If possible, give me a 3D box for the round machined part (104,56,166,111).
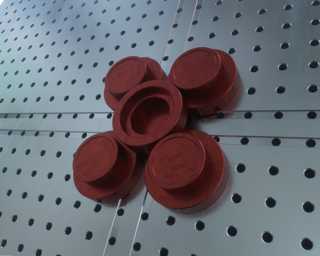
[{"bbox_3d":[-0.042,-0.067,0.458,0.098,0.042,0.098,-13,56,20],"label":"round machined part"}]

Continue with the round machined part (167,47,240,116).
[{"bbox_3d":[0.052,-0.068,0.410,0.098,0.042,0.098,-13,56,20],"label":"round machined part"}]

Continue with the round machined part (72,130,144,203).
[{"bbox_3d":[-0.074,0.046,0.407,0.098,0.042,0.098,-13,56,20],"label":"round machined part"}]

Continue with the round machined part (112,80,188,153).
[{"bbox_3d":[-0.009,-0.012,0.406,0.098,0.042,0.098,-13,56,20],"label":"round machined part"}]

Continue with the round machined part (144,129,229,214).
[{"bbox_3d":[0.025,0.044,0.355,0.098,0.042,0.098,-13,56,20],"label":"round machined part"}]
